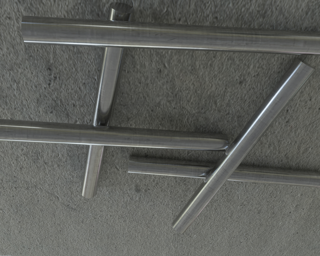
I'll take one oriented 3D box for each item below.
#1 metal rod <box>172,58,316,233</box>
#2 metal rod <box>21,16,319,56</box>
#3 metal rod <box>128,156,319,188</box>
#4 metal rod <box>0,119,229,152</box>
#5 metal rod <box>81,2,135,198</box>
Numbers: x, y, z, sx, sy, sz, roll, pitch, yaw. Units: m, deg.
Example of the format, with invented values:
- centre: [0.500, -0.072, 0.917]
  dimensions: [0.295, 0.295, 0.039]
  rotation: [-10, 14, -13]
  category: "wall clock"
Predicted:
- centre: [0.097, 0.041, 0.417]
  dimensions: [0.025, 0.025, 0.298]
  rotation: [21, 119, -17]
  category: "metal rod"
- centre: [0.026, -0.090, 0.307]
  dimensions: [0.302, 0.025, 0.025]
  rotation: [0, 131, -10]
  category: "metal rod"
- centre: [0.104, 0.066, 0.464]
  dimensions: [0.302, 0.025, 0.025]
  rotation: [5, 130, -5]
  category: "metal rod"
- centre: [-0.057, 0.010, 0.384]
  dimensions: [0.302, 0.025, 0.025]
  rotation: [4, 131, -16]
  category: "metal rod"
- centre: [-0.075, -0.009, 0.398]
  dimensions: [0.025, 0.025, 0.298]
  rotation: [11, 129, -10]
  category: "metal rod"
